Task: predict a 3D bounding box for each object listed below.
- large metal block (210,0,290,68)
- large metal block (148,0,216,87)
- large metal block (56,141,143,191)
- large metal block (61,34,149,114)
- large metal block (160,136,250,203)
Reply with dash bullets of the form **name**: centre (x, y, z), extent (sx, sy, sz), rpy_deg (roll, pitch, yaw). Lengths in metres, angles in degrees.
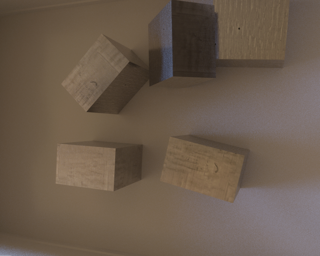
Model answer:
- **large metal block**: centre (0.104, -0.115, 0.360), extent (0.080, 0.050, 0.079), rpy_deg (5, 92, 19)
- **large metal block**: centre (0.023, -0.093, 0.365), extent (0.050, 0.080, 0.079), rpy_deg (-1, 90, -20)
- **large metal block**: centre (-0.076, 0.046, 0.407), extent (0.080, 0.080, 0.050), rpy_deg (3, 91, 19)
- **large metal block**: centre (-0.064, -0.065, 0.403), extent (0.050, 0.080, 0.080), rpy_deg (47, 104, 14)
- **large metal block**: centre (0.056, 0.042, 0.361), extent (0.080, 0.080, 0.050), rpy_deg (14, 95, 19)
